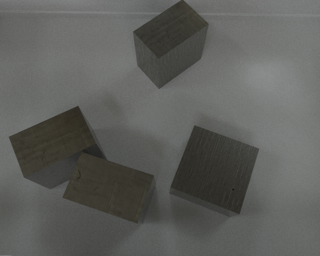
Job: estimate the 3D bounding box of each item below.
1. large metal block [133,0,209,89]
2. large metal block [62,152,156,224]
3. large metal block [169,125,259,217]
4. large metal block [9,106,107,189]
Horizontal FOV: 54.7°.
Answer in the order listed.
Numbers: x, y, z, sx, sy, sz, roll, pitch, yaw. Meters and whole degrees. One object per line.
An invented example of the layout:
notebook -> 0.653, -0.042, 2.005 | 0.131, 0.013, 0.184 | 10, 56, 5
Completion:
large metal block -> 0.014, -0.111, 0.421 | 0.080, 0.080, 0.050 | -37, 74, -12
large metal block -> -0.052, 0.071, 0.353 | 0.080, 0.080, 0.050 | 17, 74, 6
large metal block -> 0.064, 0.054, 0.377 | 0.080, 0.050, 0.080 | 20, 71, 7
large metal block -> -0.115, 0.027, 0.370 | 0.080, 0.080, 0.050 | -26, 72, -9
